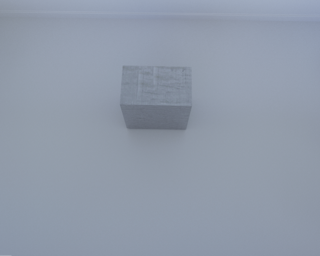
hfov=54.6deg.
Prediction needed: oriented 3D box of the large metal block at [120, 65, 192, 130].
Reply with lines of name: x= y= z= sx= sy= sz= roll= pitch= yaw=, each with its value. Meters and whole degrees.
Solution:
large metal block: x=-0.004 y=-0.035 z=0.391 sx=0.080 sy=0.080 sz=0.050 roll=1 pitch=70 yaw=0
